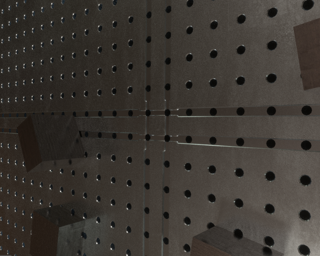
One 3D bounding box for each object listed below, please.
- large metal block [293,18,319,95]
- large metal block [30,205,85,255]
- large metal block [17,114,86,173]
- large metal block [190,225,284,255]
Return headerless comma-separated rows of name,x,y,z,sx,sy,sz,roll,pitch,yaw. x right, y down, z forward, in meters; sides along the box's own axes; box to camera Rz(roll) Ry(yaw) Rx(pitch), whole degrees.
large metal block,0.161,-0.059,0.240,0.080,0.081,0.050,-11,83,39
large metal block,-0.179,0.189,0.537,0.080,0.050,0.079,12,98,39
large metal block,-0.182,0.025,0.520,0.050,0.081,0.080,-32,70,35
large metal block,0.076,0.162,0.329,0.080,0.050,0.079,13,98,39
